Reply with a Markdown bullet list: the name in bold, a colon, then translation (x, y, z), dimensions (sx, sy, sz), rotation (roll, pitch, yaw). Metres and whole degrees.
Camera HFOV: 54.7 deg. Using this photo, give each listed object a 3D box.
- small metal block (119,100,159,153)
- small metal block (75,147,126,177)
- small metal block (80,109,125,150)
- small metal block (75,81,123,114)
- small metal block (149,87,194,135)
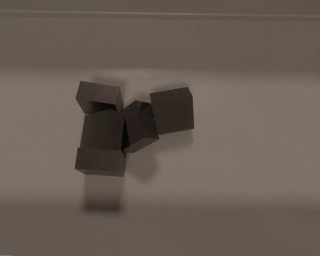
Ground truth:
- **small metal block**: translation (-0.032, 0.000, 0.394), dimensions (0.025, 0.050, 0.050), rotation (7, 62, -45)
- **small metal block**: translation (-0.071, 0.043, 0.379), dimensions (0.050, 0.050, 0.025), rotation (4, 74, 1)
- **small metal block**: translation (-0.073, 0.007, 0.391), dimensions (0.050, 0.025, 0.050), rotation (-11, 67, 40)
- **small metal block**: translation (-0.078, -0.036, 0.409), dimensions (0.050, 0.050, 0.025), rotation (9, 71, 3)
- **small metal block**: translation (0.016, -0.022, 0.402), dimensions (0.050, 0.050, 0.025), rotation (-10, 36, -4)
